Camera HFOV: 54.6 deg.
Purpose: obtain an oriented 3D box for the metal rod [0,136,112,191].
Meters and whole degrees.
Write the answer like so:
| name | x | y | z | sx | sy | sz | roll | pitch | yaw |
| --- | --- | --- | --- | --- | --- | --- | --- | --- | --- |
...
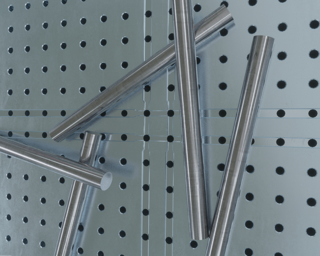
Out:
| name | x | y | z | sx | sy | sz | roll | pitch | yaw |
| --- | --- | --- | --- | --- | --- | --- | --- | --- | --- |
| metal rod | -0.201 | 0.038 | 0.467 | 0.300 | 0.025 | 0.025 | 13 | 95 | 25 |

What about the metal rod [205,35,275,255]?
| name | x | y | z | sx | sy | sz | roll | pitch | yaw |
| --- | --- | --- | --- | --- | --- | --- | --- | --- | --- |
| metal rod | 0.094 | 0.039 | 0.379 | 0.025 | 0.025 | 0.298 | 13 | 94 | 19 |

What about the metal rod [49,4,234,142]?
| name | x | y | z | sx | sy | sz | roll | pitch | yaw |
| --- | --- | --- | --- | --- | --- | --- | --- | --- | --- |
| metal rod | -0.036 | -0.066 | 0.425 | 0.300 | 0.025 | 0.025 | -32 | 80 | 17 |

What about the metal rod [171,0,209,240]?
| name | x | y | z | sx | sy | sz | roll | pitch | yaw |
| --- | --- | --- | --- | --- | --- | --- | --- | --- | --- |
| metal rod | 0.038 | -0.011 | 0.383 | 0.025 | 0.025 | 0.298 | -3 | 95 | 20 |

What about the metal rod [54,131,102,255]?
| name | x | y | z | sx | sy | sz | roll | pitch | yaw |
| --- | --- | --- | --- | --- | --- | --- | --- | --- | --- |
| metal rod | -0.134 | 0.151 | 0.460 | 0.025 | 0.025 | 0.298 | 17 | 96 | 19 |
